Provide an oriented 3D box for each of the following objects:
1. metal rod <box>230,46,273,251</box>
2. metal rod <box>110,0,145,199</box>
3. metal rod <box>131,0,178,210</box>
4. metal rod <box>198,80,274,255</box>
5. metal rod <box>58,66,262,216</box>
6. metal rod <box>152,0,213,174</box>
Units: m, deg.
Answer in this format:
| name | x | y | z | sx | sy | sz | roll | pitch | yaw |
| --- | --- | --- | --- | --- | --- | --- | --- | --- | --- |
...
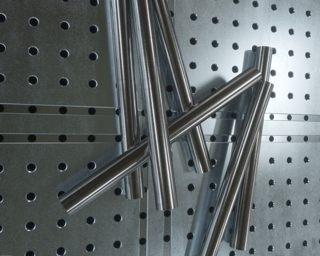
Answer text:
| name | x | y | z | sx | sy | sz | roll | pitch | yaw |
| --- | --- | --- | --- | --- | --- | --- | --- | --- | --- |
| metal rod | 0.136 | 0.027 | 0.462 | 0.025 | 0.025 | 0.299 | 10 | 87 | -20 |
| metal rod | -0.043 | -0.060 | 0.396 | 0.025 | 0.025 | 0.298 | -5 | 92 | -20 |
| metal rod | -0.011 | -0.057 | 0.366 | 0.025 | 0.025 | 0.299 | -4 | 82 | -20 |
| metal rod | 0.101 | 0.078 | 0.436 | 0.025 | 0.025 | 0.299 | 19 | 88 | -19 |
| metal rod | 0.013 | 0.006 | 0.389 | 0.301 | 0.025 | 0.025 | -34 | 101 | -17 |
| metal rod | 0.021 | -0.083 | 0.419 | 0.025 | 0.025 | 0.299 | -18 | 96 | -19 |
